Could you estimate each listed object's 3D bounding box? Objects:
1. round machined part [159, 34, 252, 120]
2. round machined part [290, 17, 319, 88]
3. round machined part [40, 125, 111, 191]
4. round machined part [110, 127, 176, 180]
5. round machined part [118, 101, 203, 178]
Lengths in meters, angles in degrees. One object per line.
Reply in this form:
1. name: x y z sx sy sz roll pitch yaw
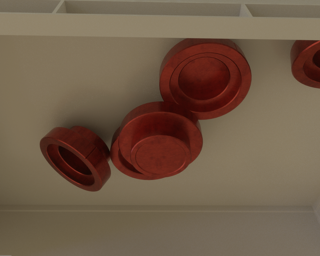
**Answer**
1. round machined part: 0.049 -0.060 0.348 0.099 0.042 0.097 -1 130 0
2. round machined part: 0.185 -0.082 0.314 0.099 0.042 0.098 5 157 2
3. round machined part: -0.105 0.035 0.409 0.098 0.042 0.097 21 140 19
4. round machined part: -0.015 0.023 0.417 0.099 0.042 0.097 -1 130 0
5. round machined part: 0.001 0.020 0.360 0.099 0.042 0.097 -1 130 0
